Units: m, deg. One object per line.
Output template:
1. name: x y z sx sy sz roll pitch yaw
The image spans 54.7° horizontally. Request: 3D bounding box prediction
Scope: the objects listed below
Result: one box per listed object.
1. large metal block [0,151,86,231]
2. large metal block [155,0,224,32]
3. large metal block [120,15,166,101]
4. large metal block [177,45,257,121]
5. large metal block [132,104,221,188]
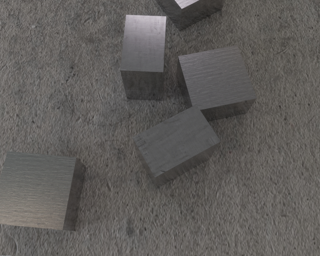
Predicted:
1. large metal block: -0.140 0.076 0.366 0.080 0.050 0.080 5 70 2
2. large metal block: 0.043 -0.208 0.471 0.080 0.050 0.080 -30 73 -11
3. large metal block: -0.019 -0.090 0.412 0.050 0.080 0.080 3 70 1
4. large metal block: 0.072 -0.057 0.416 0.081 0.050 0.080 -12 71 -5
5. large metal block: 0.018 0.026 0.370 0.080 0.080 0.050 -28 73 -10
